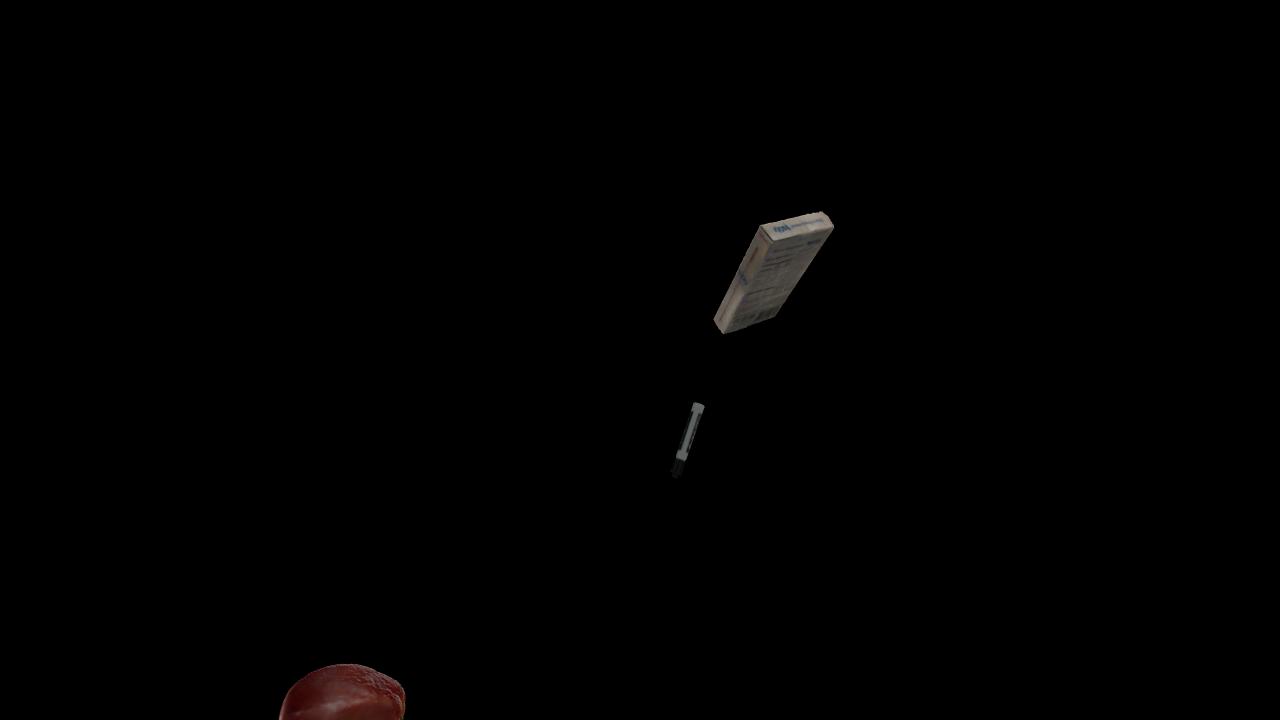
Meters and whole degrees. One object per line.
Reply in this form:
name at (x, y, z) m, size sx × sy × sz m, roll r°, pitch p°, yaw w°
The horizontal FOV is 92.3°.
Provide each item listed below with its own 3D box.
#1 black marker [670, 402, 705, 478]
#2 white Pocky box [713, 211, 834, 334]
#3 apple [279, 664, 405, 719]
black marker at (0.073, 0.125, 0.958) m, size 0.020 × 0.121 × 0.020 m, roll 19°, pitch -13°, yaw 5°
white Pocky box at (0.141, -0.091, 0.669) m, size 0.084 × 0.028 × 0.154 m, roll -18°, pitch -27°, yaw -24°
apple at (-0.231, 0.278, 0.474) m, size 0.093 × 0.079 × 0.079 m, roll 2°, pitch -1°, yaw -16°
